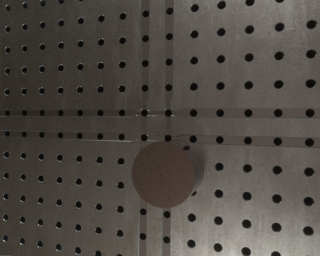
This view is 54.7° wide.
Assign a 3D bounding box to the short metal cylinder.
[{"bbox_3d":[0.011,0.056,0.395,0.080,0.050,0.079,0,90,19],"label":"short metal cylinder"}]
